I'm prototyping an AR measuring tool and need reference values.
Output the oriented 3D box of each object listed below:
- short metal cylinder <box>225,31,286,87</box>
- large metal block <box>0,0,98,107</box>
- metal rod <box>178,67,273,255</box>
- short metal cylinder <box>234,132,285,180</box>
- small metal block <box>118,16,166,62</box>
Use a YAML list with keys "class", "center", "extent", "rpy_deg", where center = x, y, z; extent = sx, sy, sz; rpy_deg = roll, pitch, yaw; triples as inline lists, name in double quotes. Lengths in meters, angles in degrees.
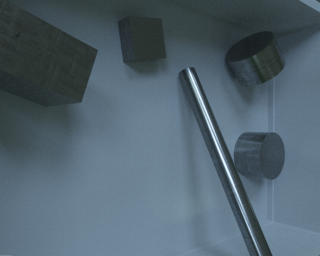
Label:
- class: "short metal cylinder"
  center: [0.154, -0.112, 0.503]
  extent: [0.080, 0.080, 0.050]
  rpy_deg: [-52, 121, -27]
- class: "large metal block"
  center: [-0.116, -0.058, 0.274]
  extent: [0.080, 0.080, 0.050]
  rpy_deg: [23, 75, -38]
- class: "metal rod"
  center: [0.086, 0.055, 0.402]
  extent: [0.025, 0.025, 0.299]
  rpy_deg: [-6, 69, -40]
- class: "short metal cylinder"
  center: [0.174, 0.047, 0.540]
  extent: [0.081, 0.050, 0.079]
  rpy_deg: [0, 90, -40]
- class: "small metal block"
  center: [-0.022, -0.111, 0.390]
  extent: [0.050, 0.025, 0.050]
  rpy_deg: [-13, 98, -40]
